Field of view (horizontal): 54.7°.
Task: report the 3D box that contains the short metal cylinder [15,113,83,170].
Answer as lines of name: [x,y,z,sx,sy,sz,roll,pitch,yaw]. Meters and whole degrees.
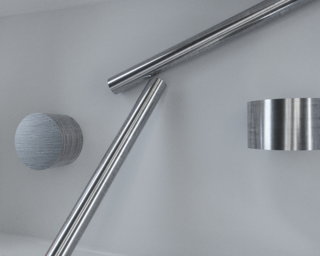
short metal cylinder: [-0.161,0.019,0.452,0.080,0.050,0.079,0,90,19]

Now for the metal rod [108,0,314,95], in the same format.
metal rod: [0.066,-0.113,0.386,0.300,0.025,0.025,-23,83,18]

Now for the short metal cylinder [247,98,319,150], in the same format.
short metal cylinder: [0.136,-0.004,0.333,0.080,0.080,0.050,-1,90,19]

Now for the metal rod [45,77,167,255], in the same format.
metal rod: [-0.071,0.065,0.368,0.025,0.025,0.300,23,72,18]
